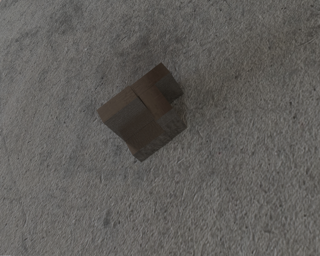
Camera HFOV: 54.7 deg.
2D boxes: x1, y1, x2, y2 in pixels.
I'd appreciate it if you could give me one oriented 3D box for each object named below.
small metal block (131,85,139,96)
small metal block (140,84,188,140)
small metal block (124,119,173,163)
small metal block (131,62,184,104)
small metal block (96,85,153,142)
[{"bbox_3d":[-0.042,-0.022,0.423,0.050,0.050,0.025,-37,51,3],"label":"small metal block"},{"bbox_3d":[0.005,-0.020,0.398,0.025,0.050,0.050,-37,51,3],"label":"small metal block"},{"bbox_3d":[-0.020,0.009,0.409,0.050,0.025,0.050,-36,51,3],"label":"small metal block"},{"bbox_3d":[-0.002,-0.052,0.421,0.050,0.050,0.025,-37,51,3],"label":"small metal block"},{"bbox_3d":[-0.042,-0.017,0.388,0.050,0.050,0.025,-37,51,3],"label":"small metal block"}]
